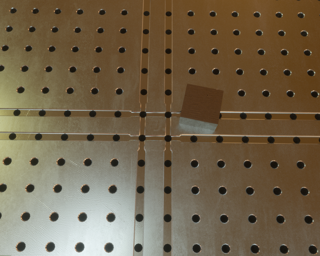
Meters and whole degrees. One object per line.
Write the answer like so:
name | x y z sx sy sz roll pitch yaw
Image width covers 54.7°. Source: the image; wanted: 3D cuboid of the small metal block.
small metal block | 0.056 -0.028 0.423 0.050 0.025 0.050 12 70 4
